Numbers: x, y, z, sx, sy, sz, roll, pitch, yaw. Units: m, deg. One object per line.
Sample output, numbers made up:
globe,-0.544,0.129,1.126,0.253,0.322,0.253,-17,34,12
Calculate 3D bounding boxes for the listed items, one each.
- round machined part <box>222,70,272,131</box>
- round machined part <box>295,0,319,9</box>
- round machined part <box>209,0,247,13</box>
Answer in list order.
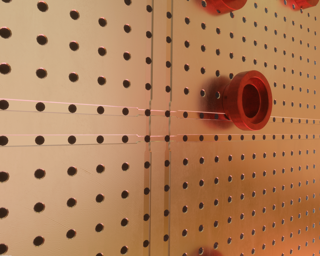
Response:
round machined part,0.142,-0.044,0.515,0.099,0.042,0.097,0,90,-40
round machined part,0.326,-0.313,0.669,0.099,0.042,0.097,0,90,-40
round machined part,0.114,-0.238,0.492,0.099,0.042,0.097,0,90,-40
